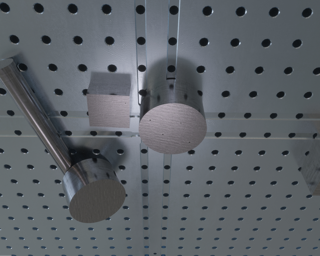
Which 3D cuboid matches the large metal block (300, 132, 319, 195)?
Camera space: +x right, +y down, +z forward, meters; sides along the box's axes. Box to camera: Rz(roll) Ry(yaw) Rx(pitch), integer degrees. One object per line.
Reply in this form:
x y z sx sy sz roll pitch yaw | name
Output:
0.261 0.052 0.442 0.081 0.050 0.079 1 130 -1 | large metal block

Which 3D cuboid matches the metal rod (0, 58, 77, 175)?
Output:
-0.141 0.038 0.442 0.025 0.025 0.299 -11 130 9 | metal rod

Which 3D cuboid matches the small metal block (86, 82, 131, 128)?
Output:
-0.062 -0.028 0.387 0.050 0.025 0.050 3 130 -3 | small metal block

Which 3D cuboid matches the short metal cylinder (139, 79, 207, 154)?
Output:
0.015 -0.013 0.384 0.081 0.050 0.079 0 130 0 | short metal cylinder

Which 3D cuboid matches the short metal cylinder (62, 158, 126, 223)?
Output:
-0.097 0.091 0.452 0.081 0.050 0.079 -15 126 -21 | short metal cylinder
